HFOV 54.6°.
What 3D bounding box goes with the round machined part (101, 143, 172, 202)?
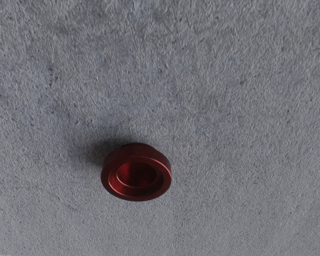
[{"bbox_3d":[-0.033,0.060,0.446,0.099,0.042,0.097,0,130,0],"label":"round machined part"}]
